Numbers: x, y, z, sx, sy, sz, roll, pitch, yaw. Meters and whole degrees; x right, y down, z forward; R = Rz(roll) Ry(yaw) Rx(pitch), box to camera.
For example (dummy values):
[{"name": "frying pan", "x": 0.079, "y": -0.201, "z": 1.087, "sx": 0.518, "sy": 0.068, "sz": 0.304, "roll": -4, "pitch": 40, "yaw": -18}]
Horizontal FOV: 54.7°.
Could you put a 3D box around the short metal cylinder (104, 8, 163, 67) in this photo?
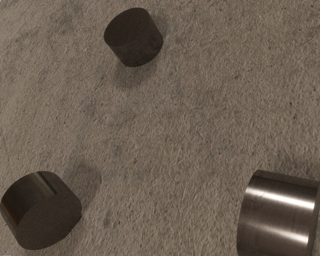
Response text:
[{"name": "short metal cylinder", "x": -0.042, "y": -0.145, "z": 0.497, "sx": 0.080, "sy": 0.050, "sz": 0.080, "roll": -13, "pitch": 56, "yaw": 20}]

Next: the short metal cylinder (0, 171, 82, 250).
[{"name": "short metal cylinder", "x": -0.145, "y": 0.100, "z": 0.381, "sx": 0.050, "sy": 0.080, "sz": 0.080, "roll": 33, "pitch": 80, "yaw": 38}]

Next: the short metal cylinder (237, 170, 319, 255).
[{"name": "short metal cylinder", "x": 0.104, "y": 0.080, "z": 0.265, "sx": 0.050, "sy": 0.080, "sz": 0.080, "roll": 9, "pitch": 66, "yaw": 32}]
